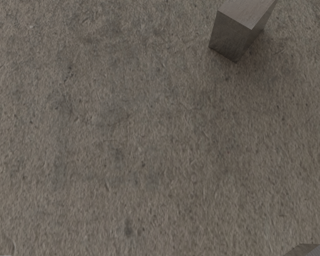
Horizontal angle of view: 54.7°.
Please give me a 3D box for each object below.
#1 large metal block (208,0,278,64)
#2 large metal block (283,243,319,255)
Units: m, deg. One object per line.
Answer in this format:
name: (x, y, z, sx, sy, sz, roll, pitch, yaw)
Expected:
large metal block: (0.117, -0.152, 0.436, 0.050, 0.080, 0.080, 35, 74, 11)
large metal block: (0.156, 0.182, 0.330, 0.080, 0.050, 0.080, -30, 73, -11)
